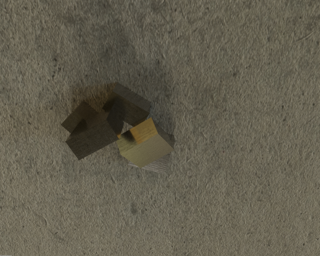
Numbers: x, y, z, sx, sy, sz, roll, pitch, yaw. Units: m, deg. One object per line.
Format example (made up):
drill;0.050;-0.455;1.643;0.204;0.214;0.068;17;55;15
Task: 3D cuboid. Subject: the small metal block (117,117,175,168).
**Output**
small metal block;-0.017;0.019;0.378;0.050;0.025;0.050;-30;145;10

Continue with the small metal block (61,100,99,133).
small metal block;-0.092;-0.004;0.395;0.025;0.050;0.050;-43;105;14

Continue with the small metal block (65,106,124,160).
small metal block;-0.071;0.004;0.345;0.050;0.050;0.025;-28;108;9

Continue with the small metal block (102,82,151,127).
small metal block;-0.040;-0.029;0.387;0.050;0.050;0.025;31;107;-11

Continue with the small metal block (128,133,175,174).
small metal block;-0.012;0.030;0.422;0.050;0.025;0.050;15;109;-6
